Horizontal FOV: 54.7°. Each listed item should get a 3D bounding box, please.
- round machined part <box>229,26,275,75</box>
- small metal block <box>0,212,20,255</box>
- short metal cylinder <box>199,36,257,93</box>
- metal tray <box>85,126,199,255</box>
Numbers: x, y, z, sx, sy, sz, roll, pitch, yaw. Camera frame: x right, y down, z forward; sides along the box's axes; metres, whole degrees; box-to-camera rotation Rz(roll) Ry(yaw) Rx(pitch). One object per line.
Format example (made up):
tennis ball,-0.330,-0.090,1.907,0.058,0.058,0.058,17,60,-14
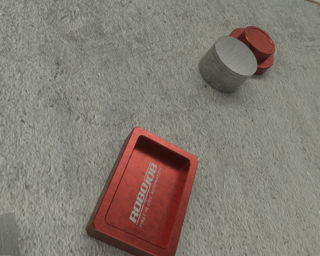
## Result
round machined part,0.174,-0.151,0.578,0.099,0.042,0.098,14,56,-21
small metal block,-0.148,0.104,0.261,0.050,0.025,0.050,-5,64,-30
short metal cylinder,0.112,-0.104,0.511,0.081,0.050,0.080,14,56,-21
metal tray,-0.014,0.072,0.348,0.090,0.030,0.130,28,52,-10
